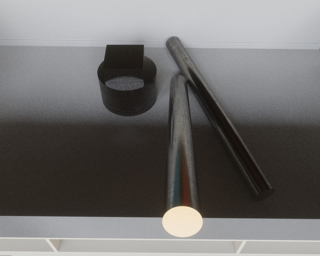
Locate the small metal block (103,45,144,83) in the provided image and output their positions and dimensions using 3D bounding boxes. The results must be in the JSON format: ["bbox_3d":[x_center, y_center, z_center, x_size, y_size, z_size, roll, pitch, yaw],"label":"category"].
[{"bbox_3d":[-0.047,-0.085,0.411,0.050,0.025,0.050,0,50,-1],"label":"small metal block"}]

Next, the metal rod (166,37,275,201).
[{"bbox_3d":[0.069,-0.035,0.435,0.025,0.025,0.299,-14,52,-12],"label":"metal rod"}]

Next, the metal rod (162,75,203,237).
[{"bbox_3d":[0.021,-0.005,0.329,0.025,0.025,0.300,3,25,2],"label":"metal rod"}]

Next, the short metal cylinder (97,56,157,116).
[{"bbox_3d":[-0.045,-0.063,0.441,0.081,0.050,0.080,0,50,0],"label":"short metal cylinder"}]
